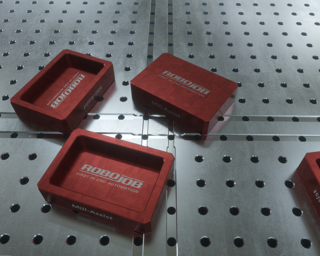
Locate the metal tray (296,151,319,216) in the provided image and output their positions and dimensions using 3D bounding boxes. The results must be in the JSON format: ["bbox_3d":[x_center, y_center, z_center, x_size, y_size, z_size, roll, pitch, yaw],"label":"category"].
[{"bbox_3d":[0.221,0.083,0.335,0.091,0.030,0.130,-6,50,-5],"label":"metal tray"}]

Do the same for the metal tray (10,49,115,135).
[{"bbox_3d":[-0.136,-0.058,0.452,0.090,0.030,0.130,19,52,15],"label":"metal tray"}]

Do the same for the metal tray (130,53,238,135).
[{"bbox_3d":[0.034,-0.054,0.450,0.130,0.030,0.090,29,56,22],"label":"metal tray"}]

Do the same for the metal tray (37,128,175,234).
[{"bbox_3d":[-0.058,0.056,0.356,0.130,0.030,0.090,15,51,12],"label":"metal tray"}]
